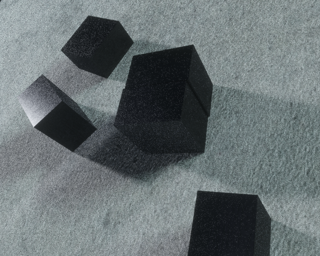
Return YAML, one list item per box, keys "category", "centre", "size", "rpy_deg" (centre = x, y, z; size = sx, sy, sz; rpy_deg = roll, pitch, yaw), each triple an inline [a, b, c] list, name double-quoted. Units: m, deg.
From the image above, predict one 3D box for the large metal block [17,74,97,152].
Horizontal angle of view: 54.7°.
- category: "large metal block"
  centre: [-0.152, -0.021, 0.459]
  size: [0.050, 0.080, 0.080]
  rpy_deg: [-44, 51, -2]

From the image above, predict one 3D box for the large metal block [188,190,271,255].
- category: "large metal block"
  centre: [0.063, 0.107, 0.269]
  size: [0.050, 0.080, 0.080]
  rpy_deg: [-1, 61, 27]

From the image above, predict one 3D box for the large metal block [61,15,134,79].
- category: "large metal block"
  centre: [-0.106, -0.139, 0.527]
  size: [0.080, 0.050, 0.080]
  rpy_deg: [24, 74, 36]

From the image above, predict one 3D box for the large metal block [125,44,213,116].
- category: "large metal block"
  centre: [0.015, -0.053, 0.392]
  size: [0.080, 0.080, 0.050]
  rpy_deg: [-4, 60, 26]

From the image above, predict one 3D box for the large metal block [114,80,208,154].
- category: "large metal block"
  centre: [0.005, -0.008, 0.370]
  size: [0.080, 0.080, 0.050]
  rpy_deg: [-4, 60, 26]
